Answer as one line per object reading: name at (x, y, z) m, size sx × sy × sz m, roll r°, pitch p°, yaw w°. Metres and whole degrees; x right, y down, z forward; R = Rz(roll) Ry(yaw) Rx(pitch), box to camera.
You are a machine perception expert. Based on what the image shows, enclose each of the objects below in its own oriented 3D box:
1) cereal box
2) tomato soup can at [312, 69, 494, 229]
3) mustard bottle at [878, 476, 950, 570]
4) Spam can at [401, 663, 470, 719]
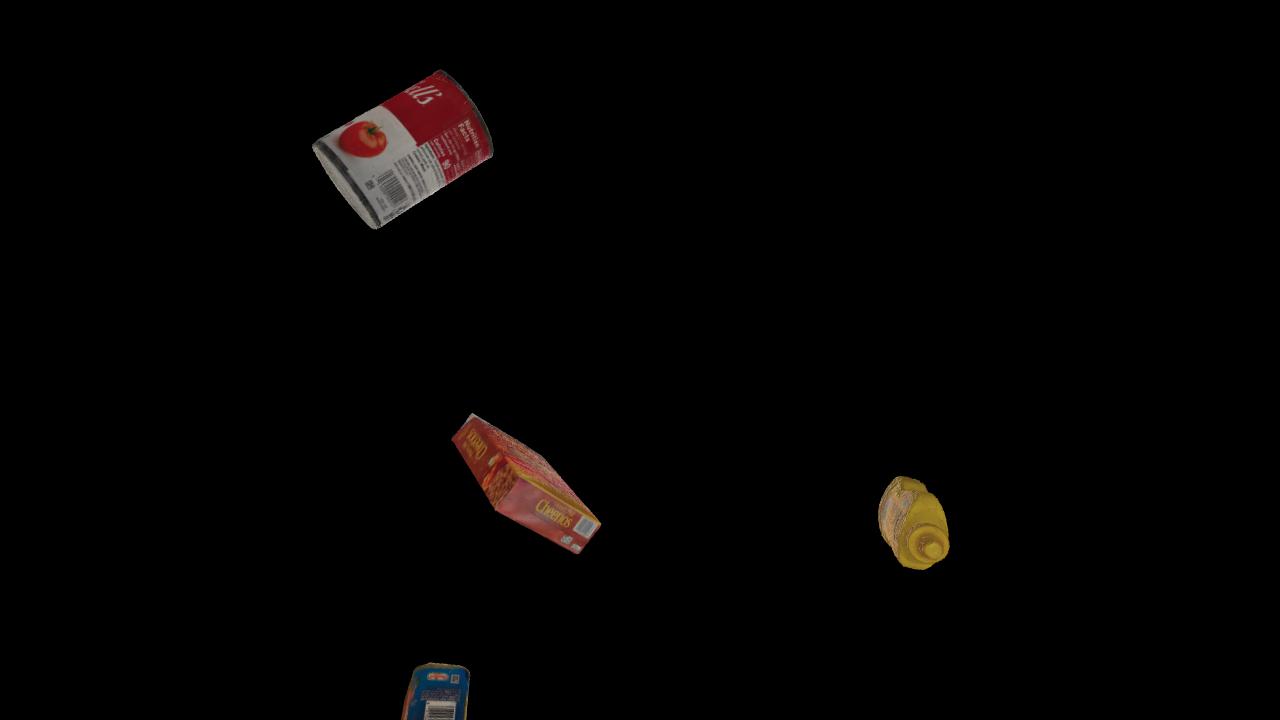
cereal box at (-0.223, 0.225, 1.164) m, size 0.203 × 0.081 × 0.306 m, roll 41°, pitch -6°, yaw -33°
tomato soup can at (-0.164, -0.146, 0.430) m, size 0.101 × 0.068 × 0.068 m, roll -41°, pitch 14°, yaw -18°
mustard bottle at (0.325, 0.198, 0.727) m, size 0.054 × 0.092 × 0.184 m, roll 19°, pitch 4°, yaw 12°
Spam can at (-0.190, 0.341, 0.561) m, size 0.058 × 0.101 × 0.085 m, roll 12°, pitch 37°, yaw -18°
